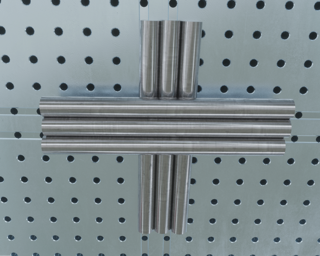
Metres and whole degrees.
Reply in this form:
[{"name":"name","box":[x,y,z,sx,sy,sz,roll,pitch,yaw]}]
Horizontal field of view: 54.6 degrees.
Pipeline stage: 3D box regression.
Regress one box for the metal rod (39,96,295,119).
[{"name":"metal rod","box":[0.009,-0.025,0.377,0.302,0.025,0.025,0,110,-1]}]

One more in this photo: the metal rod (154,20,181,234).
[{"name":"metal rod","box":[0.008,0.012,0.418,0.025,0.025,0.298,2,110,-1]}]

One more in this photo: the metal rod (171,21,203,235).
[{"name":"metal rod","box":[0.033,0.014,0.419,0.025,0.025,0.298,2,110,-1]}]

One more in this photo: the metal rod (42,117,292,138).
[{"name":"metal rod","box":[0.009,-0.001,0.386,0.302,0.025,0.025,0,110,-1]}]

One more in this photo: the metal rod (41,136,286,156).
[{"name":"metal rod","box":[0.005,0.022,0.395,0.302,0.025,0.025,0,110,-1]}]

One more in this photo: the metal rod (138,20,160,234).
[{"name":"metal rod","box":[-0.017,0.013,0.418,0.025,0.025,0.298,2,110,-1]}]
